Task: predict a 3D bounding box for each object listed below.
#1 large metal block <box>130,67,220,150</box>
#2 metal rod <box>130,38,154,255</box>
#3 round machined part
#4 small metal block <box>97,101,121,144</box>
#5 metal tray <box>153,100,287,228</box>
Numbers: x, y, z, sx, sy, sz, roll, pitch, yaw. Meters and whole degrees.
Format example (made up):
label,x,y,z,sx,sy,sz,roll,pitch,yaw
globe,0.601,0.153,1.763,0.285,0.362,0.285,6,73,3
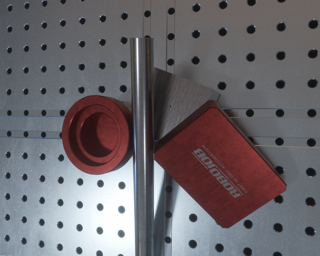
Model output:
label,x,y,z,sx,sy,sz,roll,pitch,yaw
large metal block,0.019,-0.023,0.389,0.080,0.050,0.080,24,98,18
metal rod,-0.020,0.046,0.373,0.025,0.025,0.298,6,108,20
round machined part,-0.072,0.008,0.396,0.098,0.042,0.097,0,91,23
small metal block,-0.074,-0.007,0.435,0.050,0.025,0.050,-23,82,18
metal tray,0.068,0.044,0.355,0.090,0.030,0.130,-40,103,16
